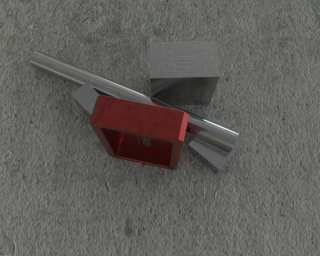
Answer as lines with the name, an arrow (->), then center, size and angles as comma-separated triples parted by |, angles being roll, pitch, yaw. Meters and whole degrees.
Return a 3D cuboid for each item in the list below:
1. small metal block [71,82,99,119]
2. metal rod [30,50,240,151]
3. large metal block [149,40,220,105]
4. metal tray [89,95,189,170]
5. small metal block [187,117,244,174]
small metal block -> -0.083, -0.025, 0.403 | 0.050, 0.050, 0.025 | 43, 75, 13
metal rod -> -0.043, -0.041, 0.409 | 0.301, 0.025, 0.025 | 23, 72, 13
large metal block -> 0.028, -0.068, 0.404 | 0.081, 0.080, 0.050 | -2, 70, -1
metal tray -> -0.020, 0.011, 0.349 | 0.090, 0.130, 0.030 | 12, 71, 4
small metal block -> 0.071, 0.023, 0.402 | 0.050, 0.025, 0.050 | 40, 74, 13
